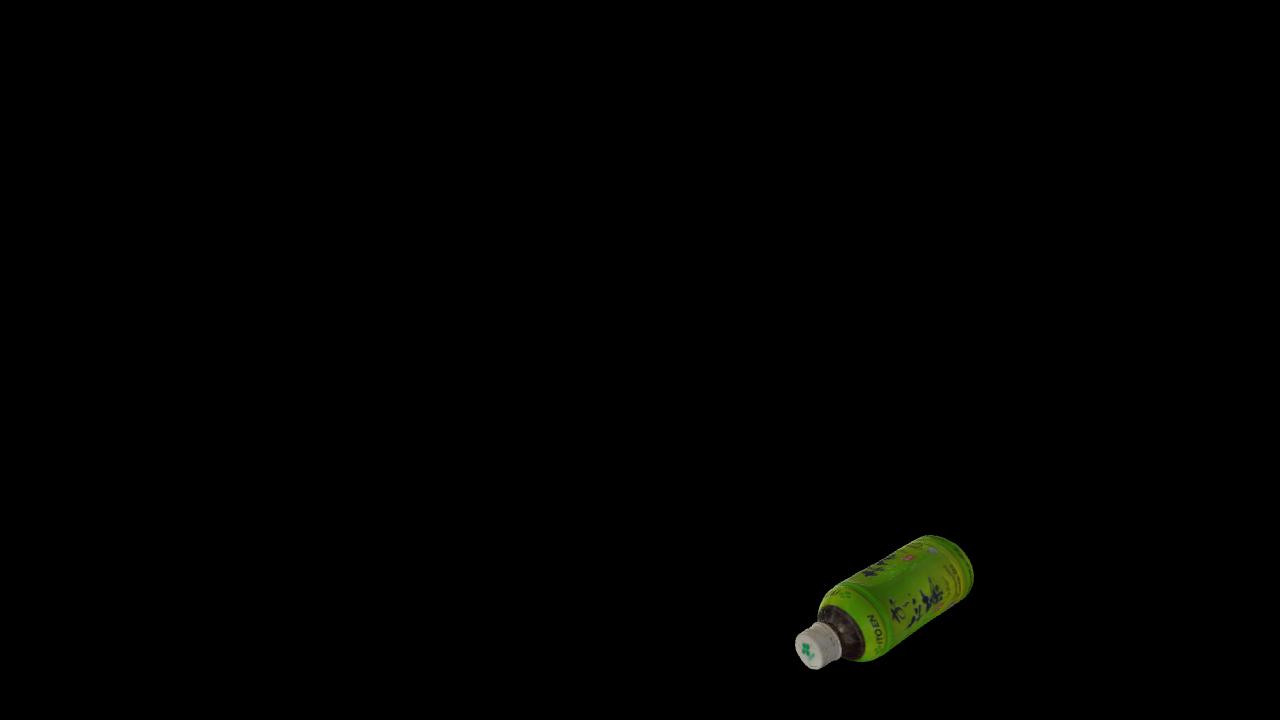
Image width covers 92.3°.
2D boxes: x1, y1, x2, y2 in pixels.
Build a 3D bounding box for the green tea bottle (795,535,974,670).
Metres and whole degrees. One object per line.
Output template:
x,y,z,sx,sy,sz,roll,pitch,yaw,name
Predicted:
0.229,0.232,0.581,0.212,0.073,0.073,-14,8,-33,green tea bottle
